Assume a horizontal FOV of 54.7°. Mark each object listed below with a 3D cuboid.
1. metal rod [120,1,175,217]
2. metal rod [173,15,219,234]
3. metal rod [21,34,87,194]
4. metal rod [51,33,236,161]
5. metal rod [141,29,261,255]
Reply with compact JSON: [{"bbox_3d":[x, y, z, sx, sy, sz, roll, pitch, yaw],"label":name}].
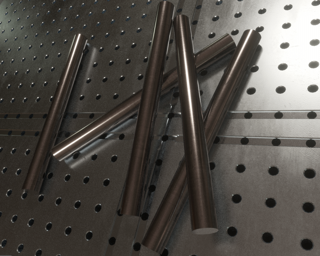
[{"bbox_3d":[-0.013,-0.038,0.409,0.025,0.025,0.299,-1,70,27],"label":"metal rod"},{"bbox_3d":[0.037,-0.029,0.372,0.025,0.025,0.299,-15,55,19],"label":"metal rod"},{"bbox_3d":[-0.169,-0.039,0.517,0.025,0.025,0.299,-6,59,25],"label":"metal rod"},{"bbox_3d":[-0.027,-0.041,0.445,0.300,0.025,0.025,-32,52,6],"label":"metal rod"},{"bbox_3d":[0.058,0.003,0.375,0.025,0.025,0.300,16,70,34],"label":"metal rod"}]
